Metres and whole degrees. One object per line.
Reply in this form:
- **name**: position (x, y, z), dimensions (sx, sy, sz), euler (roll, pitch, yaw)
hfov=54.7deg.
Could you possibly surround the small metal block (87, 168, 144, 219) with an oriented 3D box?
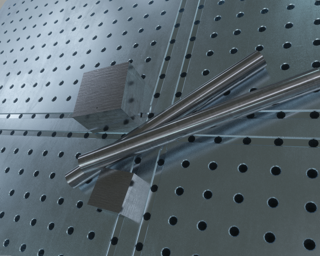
- **small metal block**: position (-0.055, 0.080, 0.388), dimensions (0.050, 0.025, 0.050), euler (6, 64, 30)

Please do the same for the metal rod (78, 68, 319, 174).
- **metal rod**: position (0.040, -0.005, 0.374), dimensions (0.301, 0.025, 0.025), euler (-20, 54, 10)

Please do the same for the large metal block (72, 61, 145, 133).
- **large metal block**: position (-0.073, -0.043, 0.458), dimensions (0.080, 0.050, 0.080), euler (-8, 58, 24)

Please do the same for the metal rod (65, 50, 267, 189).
- **metal rod**: position (0.003, -0.008, 0.411), dimensions (0.300, 0.025, 0.025), euler (-33, 52, 6)
